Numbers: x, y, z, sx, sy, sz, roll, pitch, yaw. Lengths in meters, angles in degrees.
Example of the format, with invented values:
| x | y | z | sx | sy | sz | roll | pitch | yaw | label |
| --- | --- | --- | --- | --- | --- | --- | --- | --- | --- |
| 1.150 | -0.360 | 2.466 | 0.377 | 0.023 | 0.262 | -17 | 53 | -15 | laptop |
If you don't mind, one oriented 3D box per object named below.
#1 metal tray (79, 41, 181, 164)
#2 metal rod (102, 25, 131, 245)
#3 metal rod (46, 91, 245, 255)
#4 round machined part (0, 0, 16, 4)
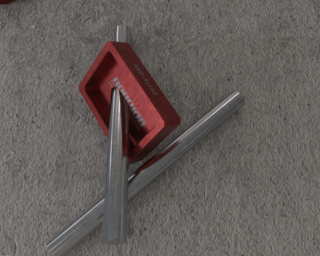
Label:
| x | y | z | sx | sy | sz | roll | pitch | yaw | label |
| --- | --- | --- | --- | --- | --- | --- | --- | --- | --- |
| -0.043 | -0.031 | 0.386 | 0.030 | 0.090 | 0.130 | -12 | 63 | -50 | metal tray |
| -0.051 | -0.014 | 0.388 | 0.025 | 0.025 | 0.299 | -1 | 61 | -1 | metal rod |
| -0.008 | 0.050 | 0.389 | 0.301 | 0.025 | 0.025 | -39 | 75 | -13 | metal rod |
| -0.252 | -0.234 | 0.483 | 0.099 | 0.042 | 0.098 | 0 | 70 | 0 | round machined part |
